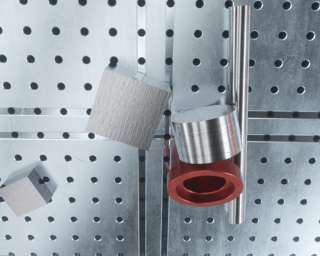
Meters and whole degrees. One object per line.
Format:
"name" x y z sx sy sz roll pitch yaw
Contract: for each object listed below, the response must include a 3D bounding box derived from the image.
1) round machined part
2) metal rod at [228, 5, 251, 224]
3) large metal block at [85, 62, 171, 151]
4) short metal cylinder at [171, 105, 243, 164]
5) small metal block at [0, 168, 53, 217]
"round machined part" 0.059 0.065 0.415 0.099 0.042 0.097 1 141 1
"metal rod" 0.104 -0.003 0.413 0.025 0.025 0.298 -4 110 1
"large metal block" -0.039 -0.028 0.389 0.080 0.050 0.079 19 109 -7
"short metal cylinder" 0.058 0.005 0.384 0.080 0.080 0.050 -12 103 4
"small metal block" -0.193 0.093 0.445 0.050 0.025 0.050 -24 109 8
